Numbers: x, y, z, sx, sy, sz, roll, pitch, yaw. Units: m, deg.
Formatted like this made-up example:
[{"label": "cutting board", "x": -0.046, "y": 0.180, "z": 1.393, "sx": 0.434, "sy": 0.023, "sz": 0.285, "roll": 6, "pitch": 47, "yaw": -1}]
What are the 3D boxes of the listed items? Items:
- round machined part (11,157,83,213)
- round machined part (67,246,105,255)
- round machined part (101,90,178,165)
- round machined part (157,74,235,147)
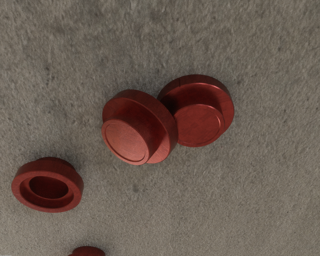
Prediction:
[{"label": "round machined part", "x": -0.163, "y": 0.081, "z": 0.463, "sx": 0.099, "sy": 0.042, "sz": 0.097, "roll": -1, "pitch": 130, "yaw": 0}, {"label": "round machined part", "x": -0.148, "y": 0.276, "z": 0.629, "sx": 0.099, "sy": 0.042, "sz": 0.097, "roll": -1, "pitch": 130, "yaw": 0}, {"label": "round machined part", "x": -0.031, "y": 0.006, "z": 0.373, "sx": 0.098, "sy": 0.042, "sz": 0.097, "roll": 20, "pitch": 135, "yaw": 22}, {"label": "round machined part", "x": 0.043, "y": -0.014, "z": 0.385, "sx": 0.099, "sy": 0.042, "sz": 0.097, "roll": -1, "pitch": 130, "yaw": 0}]
